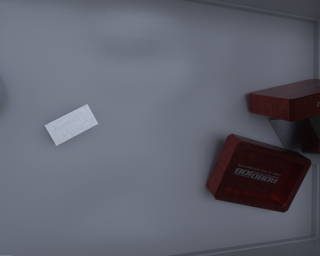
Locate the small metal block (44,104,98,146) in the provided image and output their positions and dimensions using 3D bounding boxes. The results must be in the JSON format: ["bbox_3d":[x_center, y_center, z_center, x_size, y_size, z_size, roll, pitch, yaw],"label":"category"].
[{"bbox_3d":[-0.104,-0.004,0.359,0.050,0.050,0.025,-30,100,-18],"label":"small metal block"}]

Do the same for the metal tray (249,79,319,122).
[{"bbox_3d":[0.210,-0.044,0.451,0.131,0.090,0.030,-14,106,-19],"label":"metal tray"}]

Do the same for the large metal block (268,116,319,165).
[{"bbox_3d":[0.226,0.007,0.467,0.050,0.080,0.080,-36,102,-17],"label":"large metal block"}]

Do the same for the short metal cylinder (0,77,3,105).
[{"bbox_3d":[-0.209,-0.042,0.320,0.081,0.050,0.079,0,90,-21],"label":"short metal cylinder"}]

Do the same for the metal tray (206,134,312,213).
[{"bbox_3d":[0.143,0.068,0.447,0.131,0.030,0.089,15,104,-20],"label":"metal tray"}]
